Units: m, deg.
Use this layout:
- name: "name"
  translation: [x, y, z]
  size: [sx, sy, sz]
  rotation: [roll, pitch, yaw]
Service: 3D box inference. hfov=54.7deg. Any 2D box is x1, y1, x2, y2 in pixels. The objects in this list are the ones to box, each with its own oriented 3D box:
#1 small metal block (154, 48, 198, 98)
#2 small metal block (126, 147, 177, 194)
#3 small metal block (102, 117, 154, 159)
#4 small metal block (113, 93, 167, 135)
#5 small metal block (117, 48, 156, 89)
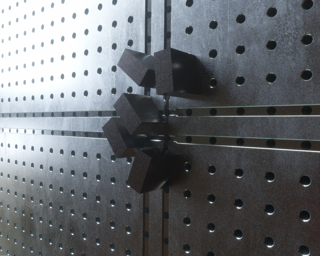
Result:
- name: "small metal block"
  translation: [0.020, -0.065, 0.375]
  size: [0.025, 0.050, 0.050]
  rotation: [-7, 86, 39]
- name: "small metal block"
  translation: [-0.010, 0.053, 0.400]
  size: [0.025, 0.050, 0.050]
  rotation: [29, 108, 36]
- name: "small metal block"
  translation: [-0.044, 0.013, 0.428]
  size: [0.025, 0.050, 0.050]
  rotation: [-44, 64, 31]
- name: "small metal block"
  translation: [-0.026, -0.018, 0.413]
  size: [0.025, 0.050, 0.050]
  rotation: [-48, 62, 29]
- name: "small metal block"
  translation: [-0.019, -0.077, 0.407]
  size: [0.050, 0.050, 0.025]
  rotation: [46, 117, 30]
